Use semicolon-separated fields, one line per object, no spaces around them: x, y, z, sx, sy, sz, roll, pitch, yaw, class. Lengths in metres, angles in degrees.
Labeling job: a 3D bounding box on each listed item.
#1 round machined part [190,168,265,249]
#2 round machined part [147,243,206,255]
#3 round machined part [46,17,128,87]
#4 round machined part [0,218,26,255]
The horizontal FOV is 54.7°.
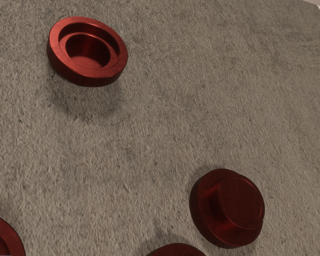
0.090;0.095;0.385;0.099;0.042;0.098;14;56;-21;round machined part
0.023;0.165;0.306;0.099;0.042;0.098;14;56;-21;round machined part
-0.095;-0.092;0.399;0.099;0.042;0.098;14;56;-21;round machined part
-0.158;0.116;0.237;0.099;0.042;0.098;14;56;-21;round machined part
